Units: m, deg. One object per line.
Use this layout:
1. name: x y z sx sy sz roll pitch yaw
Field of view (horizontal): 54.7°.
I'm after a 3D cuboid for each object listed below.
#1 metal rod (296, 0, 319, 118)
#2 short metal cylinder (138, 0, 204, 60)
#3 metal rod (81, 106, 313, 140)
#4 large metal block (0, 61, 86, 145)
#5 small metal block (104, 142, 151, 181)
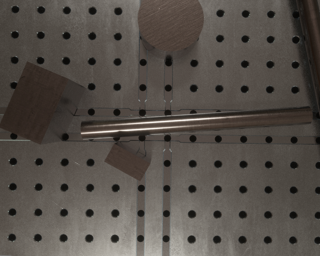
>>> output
1. metal rod: 0.219 -0.065 0.416 0.025 0.025 0.298 -12 90 0
2. short metal cylinder: 0.013 -0.133 0.401 0.081 0.050 0.079 0 90 -1
3. metal rod: 0.048 -0.007 0.414 0.302 0.025 0.025 -4 90 -1
4. large metal block: -0.140 -0.028 0.384 0.050 0.080 0.080 23 90 -1
5. small metal block: -0.040 0.042 0.400 0.050 0.050 0.025 29 90 -1
